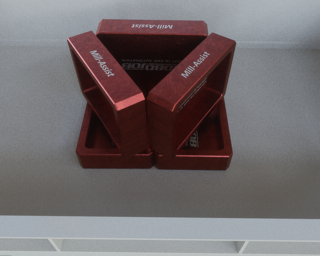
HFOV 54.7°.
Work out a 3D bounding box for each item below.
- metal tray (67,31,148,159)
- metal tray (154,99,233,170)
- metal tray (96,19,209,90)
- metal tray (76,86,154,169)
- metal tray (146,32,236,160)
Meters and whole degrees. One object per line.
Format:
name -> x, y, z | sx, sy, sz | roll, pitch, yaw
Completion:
metal tray -> -0.060, -0.039, 0.353 | 0.030, 0.090, 0.130 | -25, 55, -19
metal tray -> 0.040, -0.007, 0.407 | 0.091, 0.030, 0.130 | 1, 49, 1
metal tray -> -0.009, -0.090, 0.396 | 0.131, 0.090, 0.030 | 1, 51, 1
metal tray -> -0.052, -0.009, 0.408 | 0.091, 0.030, 0.130 | 0, 49, 0
metal tray -> 0.037, -0.037, 0.352 | 0.030, 0.090, 0.131 | 29, 56, 22
